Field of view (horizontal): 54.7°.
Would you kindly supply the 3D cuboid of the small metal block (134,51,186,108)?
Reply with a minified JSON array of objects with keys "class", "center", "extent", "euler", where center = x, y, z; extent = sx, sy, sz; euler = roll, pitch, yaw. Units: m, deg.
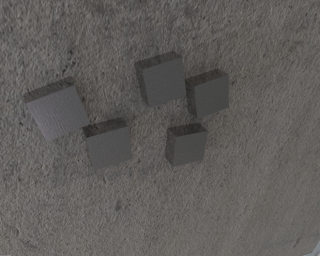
[{"class":"small metal block","center":[0.001,-0.059,0.371],"extent":[0.050,0.025,0.050],"euler":[-21,127,-16]}]

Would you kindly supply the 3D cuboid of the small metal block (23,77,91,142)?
[{"class":"small metal block","center":[-0.110,-0.020,0.334],"extent":[0.050,0.025,0.050],"euler":[-24,127,-14]}]

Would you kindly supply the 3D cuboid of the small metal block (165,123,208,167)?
[{"class":"small metal block","center":[0.037,0.023,0.441],"extent":[0.050,0.025,0.050],"euler":[-10,123,-23]}]

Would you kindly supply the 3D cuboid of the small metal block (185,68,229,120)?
[{"class":"small metal block","center":[0.063,-0.046,0.413],"extent":[0.050,0.025,0.050],"euler":[-21,127,-16]}]

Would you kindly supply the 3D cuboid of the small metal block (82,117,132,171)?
[{"class":"small metal block","center":[-0.065,0.019,0.383],"extent":[0.050,0.025,0.050],"euler":[-16,125,-19]}]
